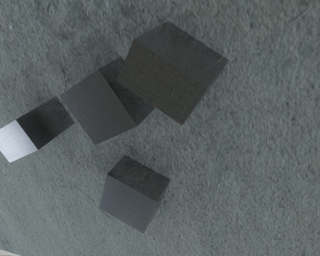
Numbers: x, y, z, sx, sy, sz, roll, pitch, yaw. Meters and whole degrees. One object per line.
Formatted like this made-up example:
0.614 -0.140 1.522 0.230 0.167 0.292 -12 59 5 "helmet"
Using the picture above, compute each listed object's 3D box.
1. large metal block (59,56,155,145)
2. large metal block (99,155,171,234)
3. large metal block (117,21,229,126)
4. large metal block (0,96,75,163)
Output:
-0.068 -0.034 0.404 0.080 0.050 0.080 -23 106 36 "large metal block"
-0.040 0.101 0.472 0.080 0.050 0.079 27 128 10 "large metal block"
0.016 -0.061 0.324 0.080 0.080 0.050 35 129 5 "large metal block"
-0.193 0.002 0.472 0.080 0.080 0.050 -20 108 35 "large metal block"
